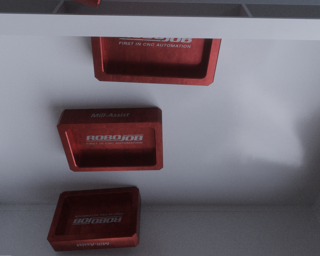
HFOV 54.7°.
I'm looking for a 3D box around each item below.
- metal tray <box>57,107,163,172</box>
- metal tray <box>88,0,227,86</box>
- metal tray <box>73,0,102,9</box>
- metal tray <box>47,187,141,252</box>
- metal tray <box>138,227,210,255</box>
[{"bbox_3d":[-0.062,0.018,0.419,0.131,0.030,0.089,-1,130,0],"label":"metal tray"},{"bbox_3d":[-0.004,-0.093,0.326,0.131,0.030,0.089,2,130,-3],"label":"metal tray"},{"bbox_3d":[-0.038,-0.151,0.214,0.030,0.130,0.089,17,128,-14],"label":"metal tray"},{"bbox_3d":[-0.098,0.140,0.484,0.131,0.090,0.030,-4,130,3],"label":"metal tray"},{"bbox_3d":[0.024,0.233,0.607,0.131,0.030,0.089,3,130,-3],"label":"metal tray"}]
